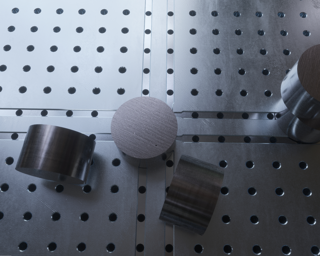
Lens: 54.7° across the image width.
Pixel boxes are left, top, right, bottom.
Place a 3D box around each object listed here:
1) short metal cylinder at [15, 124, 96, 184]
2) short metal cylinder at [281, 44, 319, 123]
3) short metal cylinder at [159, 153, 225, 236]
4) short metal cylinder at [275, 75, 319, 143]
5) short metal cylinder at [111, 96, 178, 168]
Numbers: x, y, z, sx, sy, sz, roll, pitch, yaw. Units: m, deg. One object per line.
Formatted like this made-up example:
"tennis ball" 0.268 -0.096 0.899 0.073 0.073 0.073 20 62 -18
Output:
"short metal cylinder" -0.122 0.034 0.369 0.080 0.080 0.050 9 70 3
"short metal cylinder" 0.192 -0.051 0.365 0.081 0.050 0.080 0 70 0
"short metal cylinder" 0.036 0.075 0.355 0.050 0.080 0.080 19 71 7
"short metal cylinder" 0.201 -0.025 0.409 0.081 0.050 0.080 0 70 0
"short metal cylinder" -0.019 0.006 0.396 0.081 0.050 0.080 0 70 0
